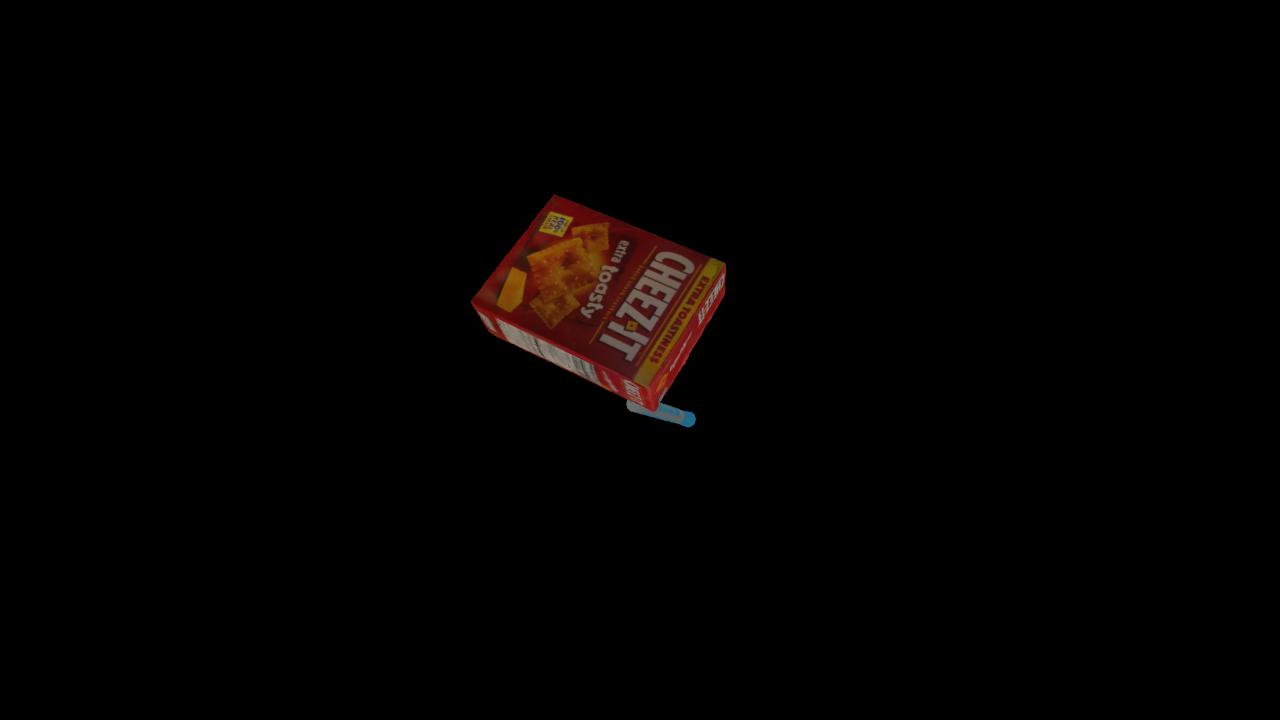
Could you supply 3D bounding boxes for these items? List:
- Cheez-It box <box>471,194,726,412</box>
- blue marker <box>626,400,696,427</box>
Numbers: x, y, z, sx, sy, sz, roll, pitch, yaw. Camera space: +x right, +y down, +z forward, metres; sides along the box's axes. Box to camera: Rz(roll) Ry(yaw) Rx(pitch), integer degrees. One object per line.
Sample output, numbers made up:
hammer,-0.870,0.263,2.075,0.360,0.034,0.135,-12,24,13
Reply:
Cheez-It box,-0.042,-0.066,0.662,0.223,0.166,0.071,26,-21,18
blue marker,0.027,0.058,0.685,0.020,0.020,0.121,0,-14,35
